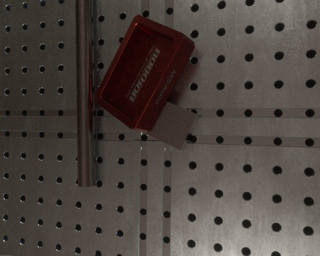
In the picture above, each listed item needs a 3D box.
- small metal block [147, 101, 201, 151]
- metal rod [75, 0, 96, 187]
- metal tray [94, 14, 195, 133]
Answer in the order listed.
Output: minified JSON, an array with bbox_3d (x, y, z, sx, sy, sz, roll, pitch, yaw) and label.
[{"bbox_3d":[0.018,-0.004,0.405,0.050,0.025,0.050,26,98,17],"label":"small metal block"},{"bbox_3d":[-0.108,-0.066,0.449,0.025,0.025,0.298,-1,90,19],"label":"metal rod"},{"bbox_3d":[-0.024,-0.071,0.403,0.090,0.030,0.129,35,101,34],"label":"metal tray"}]
